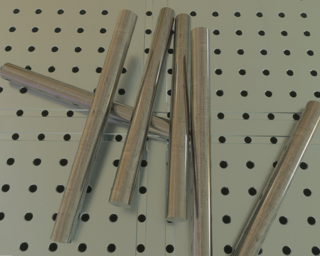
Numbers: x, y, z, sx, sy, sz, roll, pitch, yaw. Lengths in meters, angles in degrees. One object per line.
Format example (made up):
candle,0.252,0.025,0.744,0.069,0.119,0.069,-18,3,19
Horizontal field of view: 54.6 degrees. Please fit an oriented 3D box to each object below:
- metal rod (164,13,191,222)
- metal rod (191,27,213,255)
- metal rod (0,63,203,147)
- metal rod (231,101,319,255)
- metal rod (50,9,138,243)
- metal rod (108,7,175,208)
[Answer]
metal rod,0.026,-0.034,0.401,0.025,0.025,0.300,3,62,1
metal rod,0.050,0.021,0.379,0.025,0.025,0.299,1,79,0
metal rod,-0.077,-0.030,0.422,0.301,0.025,0.025,20,71,7
metal rod,0.135,0.090,0.379,0.025,0.025,0.300,30,73,10
metal rod,-0.079,-0.011,0.391,0.025,0.025,0.299,14,79,5
metal rod,-0.016,-0.046,0.405,0.025,0.025,0.300,10,62,4
